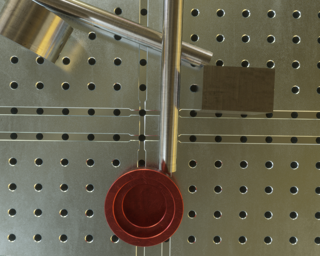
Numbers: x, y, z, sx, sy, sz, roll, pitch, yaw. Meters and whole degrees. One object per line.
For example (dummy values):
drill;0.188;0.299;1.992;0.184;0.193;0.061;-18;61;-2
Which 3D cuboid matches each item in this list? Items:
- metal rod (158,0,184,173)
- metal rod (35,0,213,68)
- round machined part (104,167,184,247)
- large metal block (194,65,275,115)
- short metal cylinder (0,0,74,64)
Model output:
metal rod;0.015;-0.091;0.390;0.025;0.025;0.298;2;99;-1
metal rod;-0.075;-0.144;0.412;0.301;0.025;0.025;21;90;-1
round machined part;-0.019;0.099;0.404;0.099;0.042;0.097;0;91;0
large metal block;0.088;-0.044;0.387;0.081;0.080;0.050;3;90;-1
short metal cylinder;-0.156;-0.121;0.384;0.080;0.080;0.050;28;90;-1
